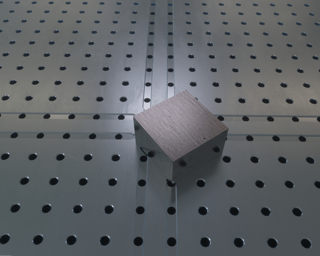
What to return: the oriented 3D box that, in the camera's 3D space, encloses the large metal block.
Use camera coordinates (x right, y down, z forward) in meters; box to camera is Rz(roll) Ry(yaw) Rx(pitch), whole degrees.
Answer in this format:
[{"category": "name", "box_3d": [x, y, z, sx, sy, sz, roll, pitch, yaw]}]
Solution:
[{"category": "large metal block", "box_3d": [0.024, 0.009, 0.384, 0.080, 0.050, 0.080, -28, 56, -22]}]
